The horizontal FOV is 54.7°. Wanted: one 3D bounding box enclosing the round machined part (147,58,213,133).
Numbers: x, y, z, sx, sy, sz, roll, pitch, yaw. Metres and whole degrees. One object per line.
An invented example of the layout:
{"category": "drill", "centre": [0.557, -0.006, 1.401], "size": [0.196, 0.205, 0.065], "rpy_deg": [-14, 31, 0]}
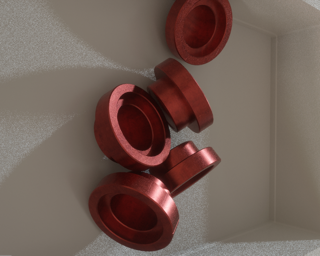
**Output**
{"category": "round machined part", "centre": [0.019, -0.033, 0.382], "size": [0.042, 0.098, 0.098], "rpy_deg": [-34, 114, -6]}

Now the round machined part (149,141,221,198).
{"category": "round machined part", "centre": [0.026, 0.052, 0.393], "size": [0.099, 0.097, 0.042], "rpy_deg": [-22, 69, -38]}

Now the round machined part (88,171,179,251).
{"category": "round machined part", "centre": [-0.025, 0.087, 0.343], "size": [0.098, 0.098, 0.042], "rpy_deg": [63, 33, -21]}

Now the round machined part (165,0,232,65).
{"category": "round machined part", "centre": [0.047, -0.138, 0.419], "size": [0.099, 0.042, 0.097], "rpy_deg": [-19, 126, -28]}

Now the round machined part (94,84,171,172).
{"category": "round machined part", "centre": [-0.035, 0.003, 0.350], "size": [0.098, 0.042, 0.098], "rpy_deg": [33, 44, -39]}
